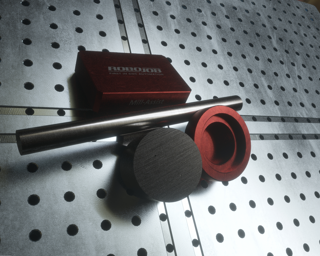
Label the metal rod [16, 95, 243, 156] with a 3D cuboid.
[{"bbox_3d":[-0.010,-0.011,0.378,0.303,0.025,0.025,-12,68,-33],"label":"metal rod"}]

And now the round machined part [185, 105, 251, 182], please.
[{"bbox_3d":[0.070,0.021,0.409,0.099,0.042,0.097,5,81,-32],"label":"round machined part"}]

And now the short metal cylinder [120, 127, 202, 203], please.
[{"bbox_3d":[0.000,0.043,0.352,0.081,0.050,0.080,4,79,-22],"label":"short metal cylinder"}]

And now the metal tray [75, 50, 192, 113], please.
[{"bbox_3d":[-0.035,-0.063,0.408,0.131,0.030,0.090,-5,46,-31],"label":"metal tray"}]

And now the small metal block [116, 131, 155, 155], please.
[{"bbox_3d":[-0.025,0.012,0.399,0.050,0.025,0.050,17,55,-19],"label":"small metal block"}]
